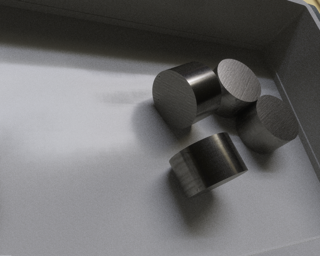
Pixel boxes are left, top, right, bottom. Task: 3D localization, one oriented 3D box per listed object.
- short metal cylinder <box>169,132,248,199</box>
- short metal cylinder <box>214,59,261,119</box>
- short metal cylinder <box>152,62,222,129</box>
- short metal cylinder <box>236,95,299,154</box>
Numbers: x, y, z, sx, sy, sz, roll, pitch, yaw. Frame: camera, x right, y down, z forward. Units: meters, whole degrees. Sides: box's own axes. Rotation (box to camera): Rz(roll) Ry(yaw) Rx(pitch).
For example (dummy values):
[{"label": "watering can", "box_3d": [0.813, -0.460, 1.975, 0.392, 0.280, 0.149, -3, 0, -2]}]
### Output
[{"label": "short metal cylinder", "box_3d": [0.058, 0.047, 0.375, 0.081, 0.080, 0.050, -14, 69, -34]}, {"label": "short metal cylinder", "box_3d": [0.111, -0.062, 0.489, 0.081, 0.050, 0.080, 14, 56, -21]}, {"label": "short metal cylinder", "box_3d": [0.035, -0.045, 0.419, 0.050, 0.080, 0.080, -26, 76, -37]}, {"label": "short metal cylinder", "box_3d": [0.167, -0.005, 0.485, 0.081, 0.050, 0.080, 14, 56, -21]}]
